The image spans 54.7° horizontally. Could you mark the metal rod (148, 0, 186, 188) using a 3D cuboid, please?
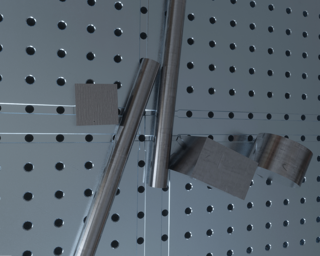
[{"bbox_3d":[0.013,-0.070,0.418,0.025,0.025,0.298,7,88,-20],"label":"metal rod"}]

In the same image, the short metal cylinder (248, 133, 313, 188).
[{"bbox_3d":[0.171,0.047,0.448,0.080,0.080,0.050,29,81,-18],"label":"short metal cylinder"}]

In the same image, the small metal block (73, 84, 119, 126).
[{"bbox_3d":[-0.080,-0.028,0.384,0.050,0.025,0.050,-2,91,-20],"label":"small metal block"}]

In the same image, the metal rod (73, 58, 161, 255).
[{"bbox_3d":[-0.059,0.054,0.391,0.025,0.025,0.299,21,83,-19],"label":"metal rod"}]

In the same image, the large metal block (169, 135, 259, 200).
[{"bbox_3d":[0.066,0.050,0.409,0.080,0.080,0.050,26,81,-19],"label":"large metal block"}]
